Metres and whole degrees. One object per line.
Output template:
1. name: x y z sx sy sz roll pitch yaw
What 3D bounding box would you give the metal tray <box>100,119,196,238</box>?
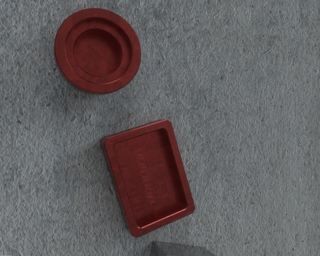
1. metal tray: -0.015 0.062 0.401 0.091 0.030 0.129 -18 96 -20

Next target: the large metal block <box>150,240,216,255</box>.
1. large metal block: 0.027 0.201 0.407 0.081 0.050 0.080 15 85 -20

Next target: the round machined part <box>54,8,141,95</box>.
1. round machined part: -0.076 -0.088 0.372 0.099 0.042 0.097 0 90 -21
